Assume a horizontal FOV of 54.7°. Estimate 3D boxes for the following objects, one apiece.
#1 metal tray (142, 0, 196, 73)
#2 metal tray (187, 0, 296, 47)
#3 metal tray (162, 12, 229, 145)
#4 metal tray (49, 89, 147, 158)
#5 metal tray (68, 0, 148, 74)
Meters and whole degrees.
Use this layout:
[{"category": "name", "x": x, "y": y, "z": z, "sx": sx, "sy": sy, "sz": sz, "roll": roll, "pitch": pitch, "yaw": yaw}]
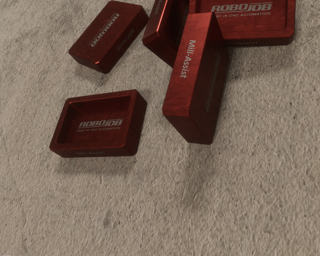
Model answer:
[{"category": "metal tray", "x": 0.032, "y": -0.146, "z": 0.430, "sx": 0.030, "sy": 0.090, "sz": 0.130, "roll": -14, "pitch": 53, "yaw": 46}, {"category": "metal tray", "x": 0.104, "y": -0.154, "z": 0.402, "sx": 0.130, "sy": 0.030, "sz": 0.089, "roll": 3, "pitch": 87, "yaw": 16}, {"category": "metal tray", "x": 0.047, "y": -0.056, "z": 0.363, "sx": 0.030, "sy": 0.090, "sz": 0.130, "roll": 5, "pitch": 69, "yaw": 27}, {"category": "metal tray", "x": -0.089, "y": -0.005, "z": 0.448, "sx": 0.130, "sy": 0.030, "sz": 0.090, "roll": -4, "pitch": 60, "yaw": 25}, {"category": "metal tray", "x": -0.090, "y": -0.163, "z": 0.546, "sx": 0.090, "sy": 0.030, "sz": 0.130, "roll": 26, "pitch": 76, "yaw": 36}]
